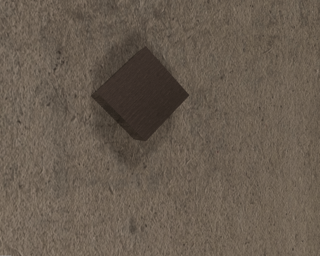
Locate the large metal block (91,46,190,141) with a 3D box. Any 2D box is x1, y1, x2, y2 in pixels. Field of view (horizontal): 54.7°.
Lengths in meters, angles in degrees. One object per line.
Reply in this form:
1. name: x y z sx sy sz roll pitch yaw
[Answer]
1. large metal block: -0.025 -0.041 0.387 0.080 0.050 0.080 47 75 -15
